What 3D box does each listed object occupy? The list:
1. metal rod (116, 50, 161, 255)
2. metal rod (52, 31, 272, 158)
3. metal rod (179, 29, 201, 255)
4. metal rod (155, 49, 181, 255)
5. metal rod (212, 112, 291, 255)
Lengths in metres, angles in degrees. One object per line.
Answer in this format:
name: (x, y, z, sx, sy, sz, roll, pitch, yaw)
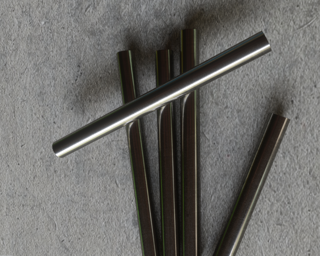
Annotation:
metal rod: (-0.028, 0.045, 0.418, 0.025, 0.025, 0.298, -9, 87, 20)
metal rod: (-0.012, -0.033, 0.385, 0.300, 0.025, 0.025, -26, 82, 18)
metal rod: (0.039, 0.026, 0.395, 0.025, 0.025, 0.298, -1, 90, 20)
metal rod: (0.011, 0.049, 0.404, 0.025, 0.025, 0.298, -2, 89, 20)
metal rod: (0.090, 0.126, 0.377, 0.025, 0.025, 0.298, 22, 97, 18)
